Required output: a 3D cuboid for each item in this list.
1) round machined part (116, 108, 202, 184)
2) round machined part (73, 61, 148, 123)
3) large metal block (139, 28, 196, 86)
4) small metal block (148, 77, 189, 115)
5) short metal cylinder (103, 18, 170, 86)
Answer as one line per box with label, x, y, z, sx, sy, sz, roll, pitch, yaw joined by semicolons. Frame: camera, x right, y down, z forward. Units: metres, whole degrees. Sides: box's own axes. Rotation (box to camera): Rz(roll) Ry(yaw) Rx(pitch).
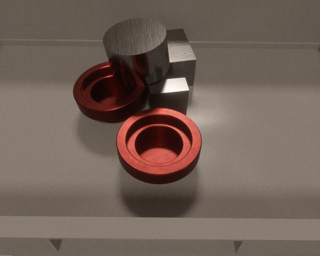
round machined part;-0.001;0.025;0.373;0.099;0.042;0.098;0;50;0
round machined part;-0.065;-0.046;0.427;0.099;0.042;0.098;-4;50;5
large metal block;0.004;-0.106;0.478;0.081;0.050;0.080;-8;51;-8
small metal block;0.010;-0.040;0.422;0.050;0.050;0.025;-7;51;-7
short metal cylinder;-0.029;-0.101;0.408;0.080;0.050;0.080;-4;50;5
